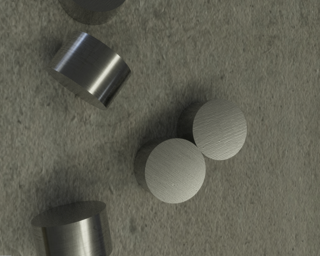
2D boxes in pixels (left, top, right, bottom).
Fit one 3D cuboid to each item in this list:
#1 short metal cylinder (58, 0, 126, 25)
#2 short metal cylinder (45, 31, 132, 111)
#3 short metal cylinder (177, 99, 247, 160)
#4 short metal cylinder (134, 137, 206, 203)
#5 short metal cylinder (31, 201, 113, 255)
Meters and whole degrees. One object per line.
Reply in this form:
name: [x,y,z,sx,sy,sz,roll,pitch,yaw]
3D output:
short metal cylinder: [-0.079,-0.169,0.367,0.081,0.050,0.079,0,90,-21]
short metal cylinder: [-0.080,-0.063,0.351,0.080,0.080,0.050,36,78,-17]
short metal cylinder: [0.070,0.002,0.423,0.081,0.050,0.079,0,90,-21]
short metal cylinder: [0.011,0.052,0.401,0.081,0.050,0.079,0,90,-20]
short metal cylinder: [-0.097,0.118,0.345,0.081,0.080,0.050,-10,94,-20]
